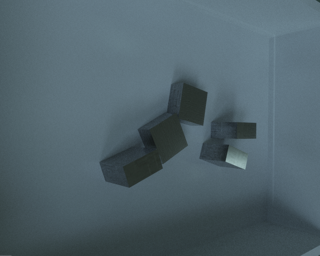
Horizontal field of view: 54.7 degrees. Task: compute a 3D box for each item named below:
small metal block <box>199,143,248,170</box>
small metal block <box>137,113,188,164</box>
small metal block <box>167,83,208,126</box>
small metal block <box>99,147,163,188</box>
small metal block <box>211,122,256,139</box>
[{"bbox_3d":[0.098,0.043,0.475,0.050,0.050,0.025,23,75,-38],"label":"small metal block"},{"bbox_3d":[0.005,0.013,0.413,0.050,0.025,0.050,-33,111,-35],"label":"small metal block"},{"bbox_3d":[0.039,-0.032,0.441,0.050,0.025,0.050,14,81,-40],"label":"small metal block"},{"bbox_3d":[-0.034,0.044,0.364,0.050,0.050,0.025,-25,106,-38],"label":"small metal block"},{"bbox_3d":[0.117,0.004,0.491,0.050,0.050,0.025,1,90,-40],"label":"small metal block"}]
